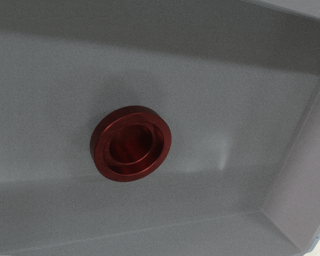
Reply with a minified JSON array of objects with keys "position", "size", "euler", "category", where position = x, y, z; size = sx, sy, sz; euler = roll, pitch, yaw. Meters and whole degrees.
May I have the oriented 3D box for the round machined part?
[{"position":[-0.039,0.016,0.386],"size":[0.099,0.042,0.097],"euler":[-14,124,-21],"category":"round machined part"}]
